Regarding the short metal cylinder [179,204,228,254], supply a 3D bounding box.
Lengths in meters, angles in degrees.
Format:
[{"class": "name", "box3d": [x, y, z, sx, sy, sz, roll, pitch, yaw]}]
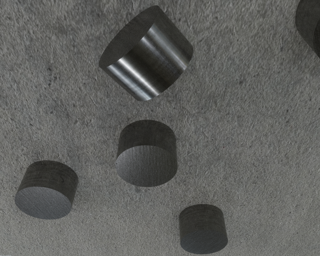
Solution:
[{"class": "short metal cylinder", "box3d": [0.075, 0.178, 0.543, 0.081, 0.050, 0.079, 0, 130, 0]}]

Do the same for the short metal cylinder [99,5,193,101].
[{"class": "short metal cylinder", "box3d": [-0.014, -0.073, 0.308, 0.080, 0.080, 0.050, -33, 123, 25]}]

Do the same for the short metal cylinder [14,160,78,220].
[{"class": "short metal cylinder", "box3d": [-0.170, 0.095, 0.470, 0.081, 0.050, 0.079, 0, 130, 0]}]

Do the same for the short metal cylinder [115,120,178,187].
[{"class": "short metal cylinder", "box3d": [-0.017, 0.035, 0.420, 0.081, 0.050, 0.079, 0, 130, 0]}]

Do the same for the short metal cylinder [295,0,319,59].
[{"class": "short metal cylinder", "box3d": [0.182, -0.107, 0.301, 0.081, 0.050, 0.079, 0, 130, 0]}]
